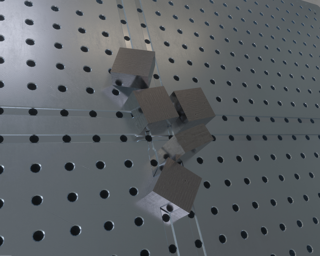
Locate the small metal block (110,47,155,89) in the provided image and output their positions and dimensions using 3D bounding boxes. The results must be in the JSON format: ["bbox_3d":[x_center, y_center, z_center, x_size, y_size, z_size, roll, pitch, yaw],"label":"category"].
[{"bbox_3d":[-0.036,-0.082,0.427,0.050,0.025,0.050,8,54,5],"label":"small metal block"}]

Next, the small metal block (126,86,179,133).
[{"bbox_3d":[-0.010,-0.026,0.418,0.050,0.025,0.050,-14,69,-34],"label":"small metal block"}]

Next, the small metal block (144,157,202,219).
[{"bbox_3d":[0.017,0.072,0.373,0.050,0.025,0.050,33,51,-7],"label":"small metal block"}]

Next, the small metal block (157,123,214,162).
[{"bbox_3d":[0.032,0.023,0.395,0.050,0.050,0.025,-21,73,-36],"label":"small metal block"}]

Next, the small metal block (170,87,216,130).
[{"bbox_3d":[0.045,-0.029,0.449,0.050,0.025,0.050,-12,68,-33],"label":"small metal block"}]
